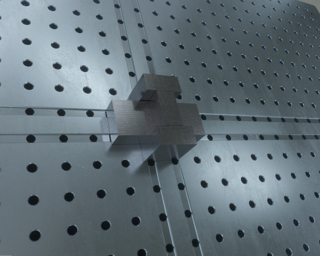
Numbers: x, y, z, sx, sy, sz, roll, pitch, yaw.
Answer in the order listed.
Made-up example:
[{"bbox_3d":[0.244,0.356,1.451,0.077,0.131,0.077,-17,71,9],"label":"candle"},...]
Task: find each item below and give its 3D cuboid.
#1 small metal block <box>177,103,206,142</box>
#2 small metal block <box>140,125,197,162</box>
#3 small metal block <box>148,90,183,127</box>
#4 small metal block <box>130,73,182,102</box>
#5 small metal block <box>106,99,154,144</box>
[{"bbox_3d":[0.030,-0.007,0.430,0.050,0.025,0.050,1,61,-28],"label":"small metal block"},{"bbox_3d":[0.010,0.020,0.386,0.050,0.050,0.025,1,62,-28],"label":"small metal block"},{"bbox_3d":[0.002,-0.013,0.402,0.025,0.050,0.050,1,62,-28],"label":"small metal block"},{"bbox_3d":[-0.007,-0.047,0.418,0.050,0.050,0.025,1,62,-28],"label":"small metal block"},{"bbox_3d":[-0.037,-0.007,0.393,0.050,0.025,0.050,0,62,-28],"label":"small metal block"}]
